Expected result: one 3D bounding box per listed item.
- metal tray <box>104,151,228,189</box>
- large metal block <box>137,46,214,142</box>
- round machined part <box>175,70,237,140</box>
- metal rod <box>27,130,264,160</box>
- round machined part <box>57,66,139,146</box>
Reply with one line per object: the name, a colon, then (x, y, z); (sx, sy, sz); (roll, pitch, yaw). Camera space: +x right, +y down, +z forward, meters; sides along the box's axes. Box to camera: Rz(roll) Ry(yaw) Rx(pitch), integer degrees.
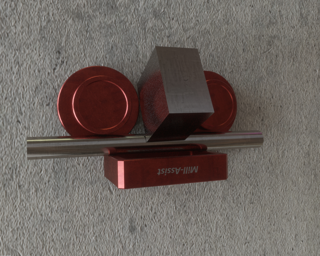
metal tray: (0.004, 0.046, 0.378); (0.131, 0.090, 0.030); (-1, 91, -20)
large metal block: (0.013, -0.036, 0.358); (0.050, 0.080, 0.080); (-2, 67, -21)
round machined part: (0.065, -0.031, 0.425); (0.099, 0.042, 0.097); (0, 90, -21)
metal rod: (-0.002, 0.019, 0.389); (0.303, 0.025, 0.025); (-1, 91, -21)
round machined part: (-0.072, -0.027, 0.373); (0.099, 0.042, 0.097); (0, 90, -21)
